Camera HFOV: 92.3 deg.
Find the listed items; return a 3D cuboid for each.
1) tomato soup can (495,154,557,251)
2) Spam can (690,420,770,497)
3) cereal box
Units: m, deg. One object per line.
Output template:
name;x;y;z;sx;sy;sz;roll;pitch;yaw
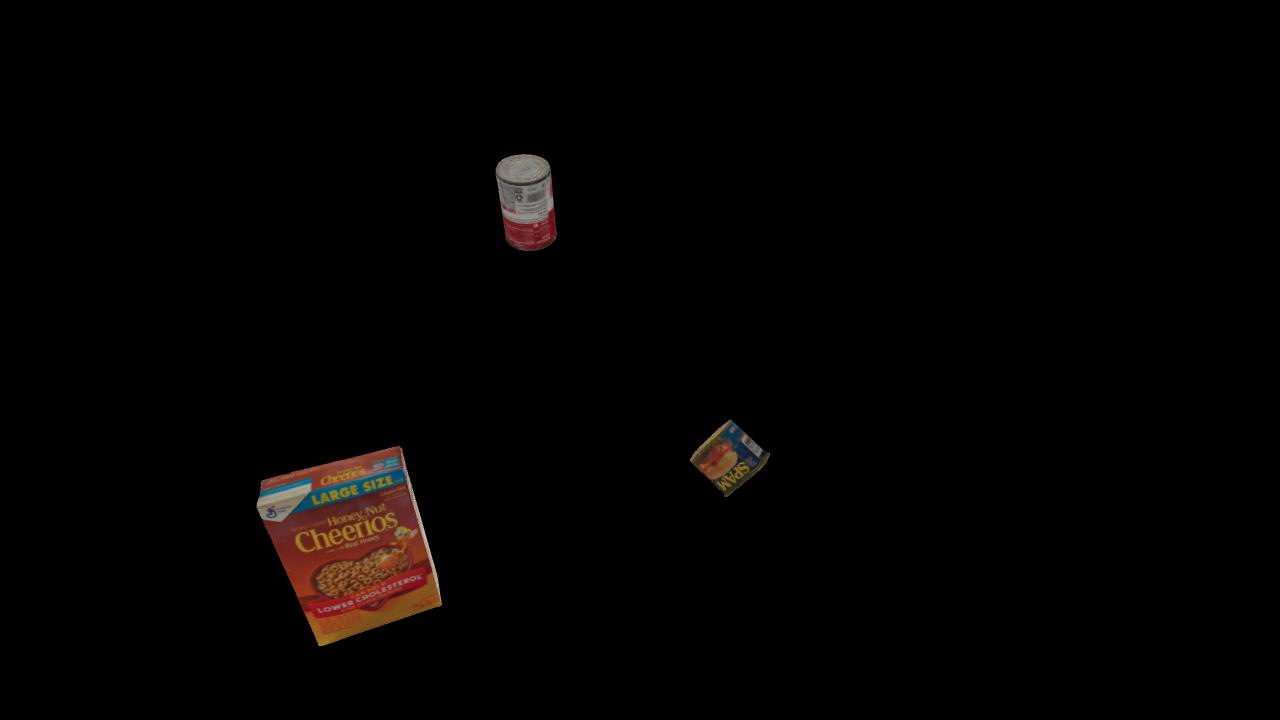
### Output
tomato soup can;-0.142;-0.197;0.773;0.068;0.068;0.101;0;-41;-2
Spam can;0.143;0.157;0.993;0.101;0.085;0.058;-49;-5;34
cereal box;-0.454;0.301;0.992;0.203;0.306;0.081;-13;30;-18
